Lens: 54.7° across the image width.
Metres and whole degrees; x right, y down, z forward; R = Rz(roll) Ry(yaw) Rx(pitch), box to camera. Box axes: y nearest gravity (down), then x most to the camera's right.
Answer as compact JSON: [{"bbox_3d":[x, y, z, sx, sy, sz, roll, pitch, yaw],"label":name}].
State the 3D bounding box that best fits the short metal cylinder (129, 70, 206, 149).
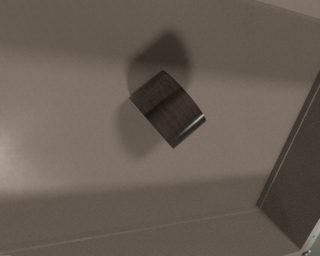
[{"bbox_3d":[0.009,-0.021,0.366,0.050,0.080,0.080,-41,130,-1],"label":"short metal cylinder"}]
